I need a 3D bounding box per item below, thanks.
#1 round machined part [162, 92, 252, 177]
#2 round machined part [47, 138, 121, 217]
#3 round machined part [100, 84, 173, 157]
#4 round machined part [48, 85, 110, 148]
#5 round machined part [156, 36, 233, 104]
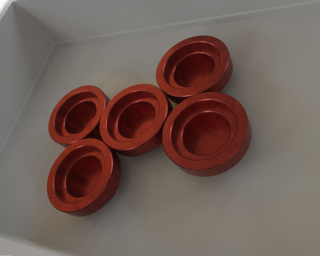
[{"bbox_3d":[0.056,0.010,0.356,0.098,0.042,0.098,-13,56,21],"label":"round machined part"},{"bbox_3d":[-0.092,0.065,0.399,0.098,0.042,0.098,-13,56,21],"label":"round machined part"},{"bbox_3d":[-0.027,-0.007,0.409,0.098,0.042,0.098,-13,56,21],"label":"round machined part"},{"bbox_3d":[-0.111,-0.011,0.458,0.098,0.042,0.098,-13,56,21],"label":"round machined part"},{"bbox_3d":[0.048,-0.071,0.410,0.098,0.042,0.098,-13,56,21],"label":"round machined part"}]
